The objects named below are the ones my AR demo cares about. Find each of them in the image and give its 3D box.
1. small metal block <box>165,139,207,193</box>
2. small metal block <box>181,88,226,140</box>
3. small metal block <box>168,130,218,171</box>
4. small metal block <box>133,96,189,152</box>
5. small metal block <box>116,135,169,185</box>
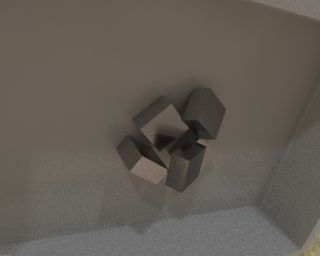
[{"bbox_3d":[0.035,0.050,0.411,0.050,0.025,0.050,-30,137,-52],"label":"small metal block"},{"bbox_3d":[0.060,-0.018,0.416,0.050,0.025,0.050,43,60,-40],"label":"small metal block"},{"bbox_3d":[0.049,0.037,0.458,0.050,0.025,0.050,-46,130,4],"label":"small metal block"},{"bbox_3d":[0.002,-0.005,0.405,0.050,0.025,0.050,-40,130,-2],"label":"small metal block"},{"bbox_3d":[-0.023,0.042,0.404,0.050,0.050,0.025,33,100,-39],"label":"small metal block"}]
